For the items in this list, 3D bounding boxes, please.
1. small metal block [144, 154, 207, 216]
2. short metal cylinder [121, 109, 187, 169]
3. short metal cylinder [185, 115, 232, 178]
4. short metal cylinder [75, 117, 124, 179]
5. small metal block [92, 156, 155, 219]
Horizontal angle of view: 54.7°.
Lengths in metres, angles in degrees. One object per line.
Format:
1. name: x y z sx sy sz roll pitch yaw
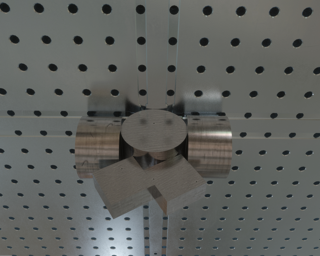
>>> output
1. small metal block: 0.016 0.062 0.347 0.050 0.050 0.025 -20 135 -24
2. short metal cylinder: -0.007 0.020 0.392 0.081 0.080 0.050 1 130 -1
3. short metal cylinder: 0.058 0.024 0.395 0.050 0.080 0.079 1 130 0
4. short metal cylinder: -0.073 0.025 0.395 0.050 0.080 0.079 1 130 -1
5. small metal block: -0.040 0.064 0.343 0.050 0.050 0.025 -21 135 -24
